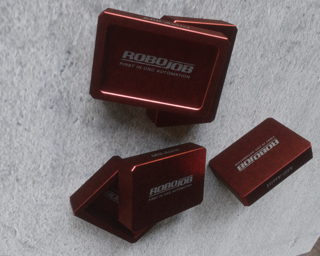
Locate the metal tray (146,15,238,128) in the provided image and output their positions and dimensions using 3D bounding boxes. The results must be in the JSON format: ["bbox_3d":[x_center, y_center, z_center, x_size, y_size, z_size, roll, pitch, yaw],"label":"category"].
[{"bbox_3d":[0.037,-0.067,0.384,0.091,0.030,0.129,-5,121,-26],"label":"metal tray"}]

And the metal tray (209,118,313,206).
[{"bbox_3d":[0.154,0.049,0.481,0.130,0.090,0.030,-35,129,-5],"label":"metal tray"}]

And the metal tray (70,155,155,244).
[{"bbox_3d":[-0.050,0.106,0.443,0.090,0.030,0.130,-44,130,2],"label":"metal tray"}]

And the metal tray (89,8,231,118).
[{"bbox_3d":[-0.003,-0.066,0.329,0.131,0.030,0.089,10,117,-8],"label":"metal tray"}]

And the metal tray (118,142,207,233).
[{"bbox_3d":[0.006,0.076,0.423,0.131,0.030,0.089,-11,109,-39],"label":"metal tray"}]
